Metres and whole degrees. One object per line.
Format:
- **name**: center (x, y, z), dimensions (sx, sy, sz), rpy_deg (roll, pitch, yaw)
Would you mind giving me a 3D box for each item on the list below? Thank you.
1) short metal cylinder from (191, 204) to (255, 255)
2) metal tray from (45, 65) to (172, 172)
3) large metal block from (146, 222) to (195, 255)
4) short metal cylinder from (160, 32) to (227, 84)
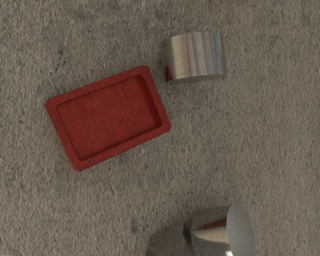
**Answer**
- **short metal cylinder**: center (0.084, 0.144, 0.407), dimensions (0.080, 0.050, 0.080), rpy_deg (31, 49, -44)
- **metal tray**: center (-0.061, -0.014, 0.383), dimensions (0.131, 0.030, 0.090), rpy_deg (-24, 98, -19)
- **large metal block**: center (0.023, 0.179, 0.381), dimensions (0.050, 0.080, 0.080), rpy_deg (-26, 100, 13)
- **short metal cylinder**: center (0.043, -0.087, 0.396), dimensions (0.081, 0.080, 0.050), rpy_deg (-8, 93, -20)
